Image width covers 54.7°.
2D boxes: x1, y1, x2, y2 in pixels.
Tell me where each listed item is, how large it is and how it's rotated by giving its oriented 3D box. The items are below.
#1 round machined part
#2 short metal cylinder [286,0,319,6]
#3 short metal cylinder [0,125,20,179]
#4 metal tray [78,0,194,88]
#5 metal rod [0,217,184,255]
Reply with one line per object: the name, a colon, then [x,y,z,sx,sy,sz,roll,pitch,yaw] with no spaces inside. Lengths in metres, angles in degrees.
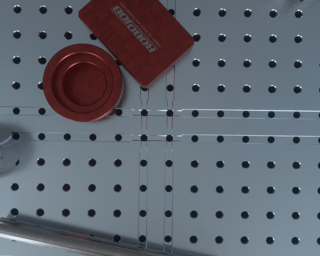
round machined part: [-0.096,-0.056,0.404,0.099,0.042,0.097,0,90,0]
short metal cylinder: [0.197,-0.208,0.402,0.081,0.050,0.080,0,90,0]
short metal cylinder: [-0.233,0.033,0.399,0.081,0.050,0.080,0,90,0]
metal tray: [-0.030,-0.128,0.410,0.090,0.030,0.130,-42,90,0]
metal rod: [-0.066,0.163,0.412,0.302,0.025,0.025,12,90,0]
